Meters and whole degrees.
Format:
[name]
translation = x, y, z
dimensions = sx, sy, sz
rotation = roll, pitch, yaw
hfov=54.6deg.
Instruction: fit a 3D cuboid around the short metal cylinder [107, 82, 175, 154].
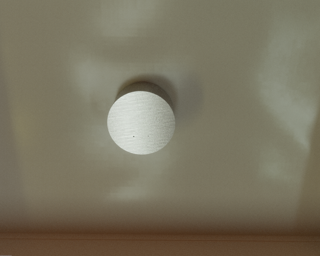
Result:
[short metal cylinder]
translation = -0.022, -0.013, 0.390
dimensions = 0.080, 0.050, 0.079
rotation = 0, 110, 0
